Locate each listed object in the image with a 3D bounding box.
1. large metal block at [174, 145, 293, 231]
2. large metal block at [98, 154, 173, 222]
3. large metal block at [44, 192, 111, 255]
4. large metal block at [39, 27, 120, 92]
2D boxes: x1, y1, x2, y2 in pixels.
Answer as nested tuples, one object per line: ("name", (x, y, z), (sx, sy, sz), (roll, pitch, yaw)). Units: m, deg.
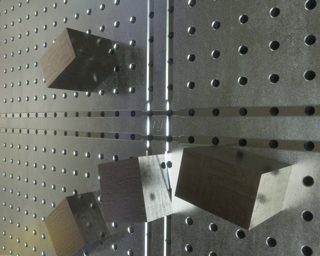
("large metal block", (0.075, 0.053, 0.312), (0.080, 0.081, 0.050), (17, 101, 39))
("large metal block", (-0.035, 0.082, 0.423), (0.080, 0.050, 0.080), (-14, 81, 39))
("large metal block", (-0.137, 0.163, 0.508), (0.080, 0.050, 0.080), (-44, 63, 31))
("large metal block", (-0.123, -0.100, 0.477), (0.080, 0.081, 0.050), (-33, 70, 35))
